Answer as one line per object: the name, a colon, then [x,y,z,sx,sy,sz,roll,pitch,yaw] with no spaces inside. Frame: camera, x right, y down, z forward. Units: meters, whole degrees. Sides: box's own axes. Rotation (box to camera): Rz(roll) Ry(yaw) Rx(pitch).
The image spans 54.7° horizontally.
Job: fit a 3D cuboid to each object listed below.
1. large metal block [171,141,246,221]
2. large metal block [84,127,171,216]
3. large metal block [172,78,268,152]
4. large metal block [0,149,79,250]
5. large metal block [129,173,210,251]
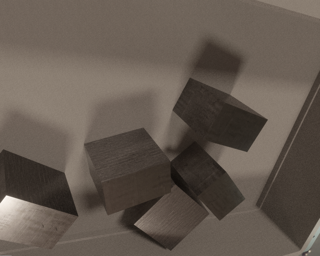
large metal block: [0.071,0.078,0.462,0.050,0.080,0.080,-40,130,-1]
large metal block: [-0.041,0.049,0.383,0.081,0.080,0.050,-16,125,-20]
large metal block: [0.077,-0.017,0.406,0.081,0.080,0.050,16,110,-35]
large metal block: [-0.147,0.079,0.342,0.080,0.080,0.050,33,100,-39]
large metal block: [0.012,0.122,0.465,0.080,0.050,0.080,-45,115,2]
